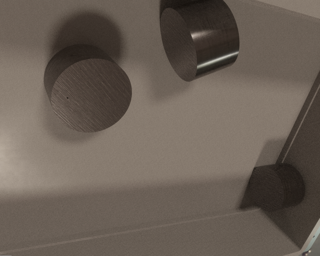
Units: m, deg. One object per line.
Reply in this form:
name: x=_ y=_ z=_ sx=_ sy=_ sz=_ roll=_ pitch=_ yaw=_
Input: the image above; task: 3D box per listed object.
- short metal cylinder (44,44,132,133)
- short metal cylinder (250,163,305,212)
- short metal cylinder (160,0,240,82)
short metal cylinder: x=-0.076 y=-0.042 z=0.326 sx=0.081 sy=0.050 sz=0.079 roll=-14 pitch=125 yaw=-21
short metal cylinder: x=0.208 y=0.105 z=0.555 sx=0.050 sy=0.080 sz=0.079 roll=-4 pitch=120 yaw=-27
short metal cylinder: x=0.041 y=-0.097 z=0.337 sx=0.050 sy=0.080 sz=0.080 roll=-23 pitch=127 yaw=-15
